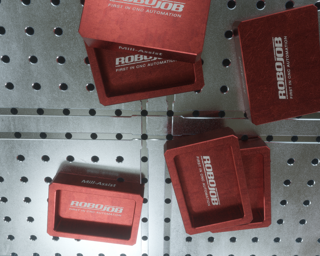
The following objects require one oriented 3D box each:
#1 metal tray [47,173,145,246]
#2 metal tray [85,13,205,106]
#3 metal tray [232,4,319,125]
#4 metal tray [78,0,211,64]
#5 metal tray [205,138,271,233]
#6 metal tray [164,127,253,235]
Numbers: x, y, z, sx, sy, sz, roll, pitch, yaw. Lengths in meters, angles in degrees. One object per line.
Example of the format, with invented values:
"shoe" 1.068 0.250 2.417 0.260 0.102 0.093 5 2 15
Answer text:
"metal tray" -0.094 0.120 0.453 0.131 0.030 0.089 8 110 -3
"metal tray" -0.017 -0.083 0.379 0.131 0.030 0.090 -10 110 3
"metal tray" 0.147 -0.076 0.384 0.090 0.030 0.129 -13 110 4
"metal tray" -0.014 -0.127 0.338 0.131 0.030 0.090 10 84 2
"metal tray" 0.108 0.084 0.442 0.090 0.030 0.129 -7 110 2
"metal tray" 0.064 0.071 0.404 0.090 0.030 0.129 -14 110 5
